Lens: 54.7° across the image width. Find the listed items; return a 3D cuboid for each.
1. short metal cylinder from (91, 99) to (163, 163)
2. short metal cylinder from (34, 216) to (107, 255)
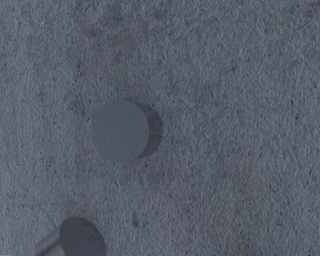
[{"bbox_3d":[-0.042,0.004,0.411,0.080,0.050,0.080,0,90,20],"label":"short metal cylinder"},{"bbox_3d":[-0.120,0.169,0.422,0.050,0.080,0.080,-40,77,16],"label":"short metal cylinder"}]
